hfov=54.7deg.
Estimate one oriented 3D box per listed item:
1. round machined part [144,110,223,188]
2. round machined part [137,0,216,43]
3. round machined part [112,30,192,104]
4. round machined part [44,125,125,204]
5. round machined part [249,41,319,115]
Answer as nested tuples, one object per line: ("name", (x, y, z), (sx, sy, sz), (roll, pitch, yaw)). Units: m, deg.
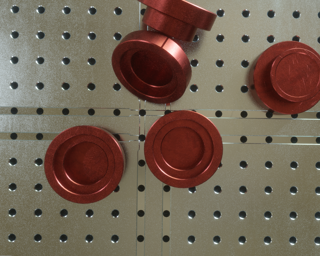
("round machined part", (0.029, 0.026, 0.405), (0.099, 0.042, 0.097), (0, 90, -1))
("round machined part", (0.016, -0.138, 0.381), (0.098, 0.098, 0.042), (24, 112, -1))
("round machined part", (-0.007, -0.080, 0.386), (0.098, 0.097, 0.042), (28, 56, -1))
("round machined part", (-0.094, 0.045, 0.404), (0.099, 0.042, 0.097), (0, 90, -1))
("round machined part", (0.172, -0.066, 0.407), (0.099, 0.042, 0.097), (0, 90, -1))
